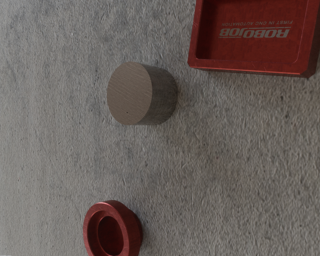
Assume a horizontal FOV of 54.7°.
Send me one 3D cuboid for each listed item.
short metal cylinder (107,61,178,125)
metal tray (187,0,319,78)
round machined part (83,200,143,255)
[{"bbox_3d":[-0.024,-0.043,0.406,0.080,0.050,0.079,0,90,39],"label":"short metal cylinder"},{"bbox_3d":[0.095,-0.103,0.321,0.130,0.030,0.089,13,98,39],"label":"metal tray"},{"bbox_3d":[-0.063,0.152,0.444,0.098,0.042,0.097,0,90,39],"label":"round machined part"}]
